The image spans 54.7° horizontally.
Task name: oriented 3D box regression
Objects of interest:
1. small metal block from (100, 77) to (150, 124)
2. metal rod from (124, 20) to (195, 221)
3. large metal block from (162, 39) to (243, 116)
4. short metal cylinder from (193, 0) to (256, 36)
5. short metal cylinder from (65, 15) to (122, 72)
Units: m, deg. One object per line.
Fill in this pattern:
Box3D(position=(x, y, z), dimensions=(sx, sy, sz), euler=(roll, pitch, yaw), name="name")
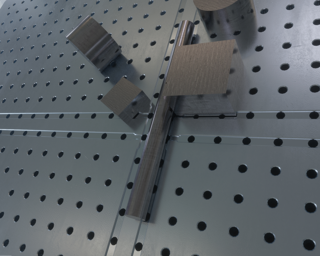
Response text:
Box3D(position=(-0.052, -0.042, 0.461), dimensions=(0.050, 0.025, 0.050), euler=(-47, 51, -5), name="small metal block")
Box3D(position=(0.006, -0.027, 0.421), dimensions=(0.025, 0.025, 0.300), euler=(1, 62, 28), name="metal rod")
Box3D(position=(0.058, -0.062, 0.400), dimensions=(0.080, 0.050, 0.080), euler=(1, 62, 28), name="large metal block")
Box3D(position=(0.095, -0.183, 0.454), dimensions=(0.080, 0.050, 0.080), euler=(-13, 56, 21), name="short metal cylinder")
Box3D(position=(-0.110, -0.139, 0.516), dimensions=(0.050, 0.080, 0.080), euler=(-45, 51, -3), name="short metal cylinder")
